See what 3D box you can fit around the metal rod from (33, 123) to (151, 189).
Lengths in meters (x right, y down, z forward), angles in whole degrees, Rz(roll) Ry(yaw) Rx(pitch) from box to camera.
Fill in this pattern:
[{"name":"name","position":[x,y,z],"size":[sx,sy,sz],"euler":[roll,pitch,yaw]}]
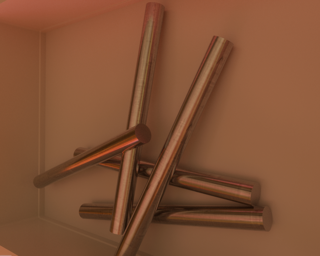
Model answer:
[{"name":"metal rod","position":[-0.120,0.053,0.469],"size":[0.299,0.025,0.025],"euler":[-25,75,42]}]

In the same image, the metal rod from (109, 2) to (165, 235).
[{"name":"metal rod","position":[-0.030,-0.013,0.405],"size":[0.025,0.025,0.298],"euler":[9,89,39]}]

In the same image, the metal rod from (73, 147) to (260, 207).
[{"name":"metal rod","position":[-0.016,0.057,0.416],"size":[0.300,0.025,0.025],"euler":[6,94,39]}]

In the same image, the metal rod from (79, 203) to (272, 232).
[{"name":"metal rod","position":[-0.006,0.113,0.408],"size":[0.300,0.025,0.025],"euler":[-10,84,39]}]

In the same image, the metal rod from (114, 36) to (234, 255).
[{"name":"metal rod","position":[0.011,0.037,0.368],"size":[0.025,0.025,0.298],"euler":[30,101,35]}]
